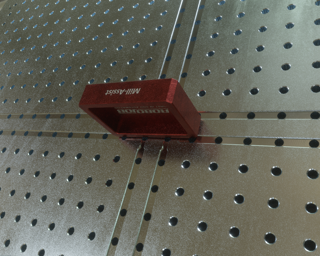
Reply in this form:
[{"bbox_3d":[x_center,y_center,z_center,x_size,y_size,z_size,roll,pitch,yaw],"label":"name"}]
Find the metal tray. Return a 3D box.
[{"bbox_3d":[-0.024,-0.021,0.393,0.130,0.090,0.030,0,62,28],"label":"metal tray"}]
